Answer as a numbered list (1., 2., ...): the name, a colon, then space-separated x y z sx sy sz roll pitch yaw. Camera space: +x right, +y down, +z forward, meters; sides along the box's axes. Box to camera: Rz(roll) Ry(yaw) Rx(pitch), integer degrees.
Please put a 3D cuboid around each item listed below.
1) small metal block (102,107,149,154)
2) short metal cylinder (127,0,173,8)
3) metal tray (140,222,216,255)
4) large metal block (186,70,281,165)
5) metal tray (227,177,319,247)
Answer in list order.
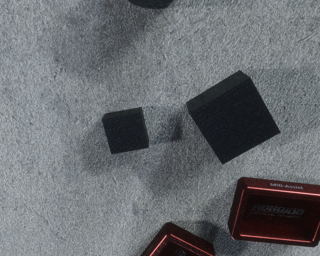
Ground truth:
1. small metal block: -0.044 0.003 0.411 0.050 0.025 0.050 -10 110 3
2. short metal cylinder: -0.010 -0.171 0.333 0.081 0.050 0.079 0 110 0
3. metal tray: 0.015 0.220 0.488 0.090 0.030 0.129 31 107 -11
4. large metal block: 0.090 -0.014 0.392 0.080 0.050 0.080 -31 107 10
5. metal tray: 0.174 0.124 0.454 0.131 0.030 0.089 7 110 -3
